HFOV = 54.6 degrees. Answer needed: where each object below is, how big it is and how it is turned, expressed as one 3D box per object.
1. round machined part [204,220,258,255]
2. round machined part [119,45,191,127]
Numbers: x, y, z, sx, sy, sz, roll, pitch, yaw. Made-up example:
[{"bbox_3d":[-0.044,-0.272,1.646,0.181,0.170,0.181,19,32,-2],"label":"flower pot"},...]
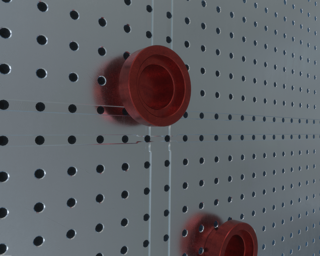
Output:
[{"bbox_3d":[0.108,0.194,0.488,0.099,0.042,0.097,0,90,-40],"label":"round machined part"},{"bbox_3d":[-0.010,-0.050,0.388,0.099,0.042,0.097,0,90,-40],"label":"round machined part"}]
